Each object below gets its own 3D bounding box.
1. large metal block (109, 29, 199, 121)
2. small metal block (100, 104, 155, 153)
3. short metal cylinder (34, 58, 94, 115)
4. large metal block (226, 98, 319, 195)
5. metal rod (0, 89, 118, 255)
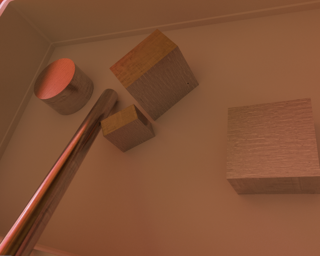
[{"bbox_3d":[-0.006,-0.069,0.414,0.080,0.080,0.050,-40,51,1],"label":"large metal block"},{"bbox_3d":[-0.042,0.002,0.409,0.050,0.050,0.025,-27,53,11],"label":"small metal block"},{"bbox_3d":[-0.158,-0.068,0.512,0.080,0.050,0.080,-13,56,20],"label":"short metal cylinder"},{"bbox_3d":[0.115,0.021,0.316,0.080,0.050,0.080,-6,59,24],"label":"large metal block"},{"bbox_3d":[-0.098,0.031,0.352,0.025,0.025,0.301,-16,28,19],"label":"metal rod"}]
